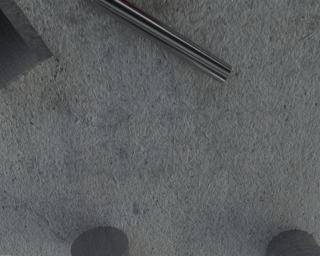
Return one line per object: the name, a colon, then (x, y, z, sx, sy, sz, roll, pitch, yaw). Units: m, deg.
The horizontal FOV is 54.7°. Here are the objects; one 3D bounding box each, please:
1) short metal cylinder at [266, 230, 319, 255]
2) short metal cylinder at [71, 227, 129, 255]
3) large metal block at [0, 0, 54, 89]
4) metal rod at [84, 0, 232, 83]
short metal cylinder: (0.211, 0.205, 0.474, 0.081, 0.050, 0.079, 0, 110, 0)
short metal cylinder: (-0.085, 0.189, 0.449, 0.081, 0.080, 0.050, -1, 110, 0)
large metal block: (-0.188, -0.095, 0.360, 0.080, 0.050, 0.080, -30, 108, 10)
metal rod: (-0.047, -0.138, 0.358, 0.301, 0.025, 0.025, 29, 108, -11)
